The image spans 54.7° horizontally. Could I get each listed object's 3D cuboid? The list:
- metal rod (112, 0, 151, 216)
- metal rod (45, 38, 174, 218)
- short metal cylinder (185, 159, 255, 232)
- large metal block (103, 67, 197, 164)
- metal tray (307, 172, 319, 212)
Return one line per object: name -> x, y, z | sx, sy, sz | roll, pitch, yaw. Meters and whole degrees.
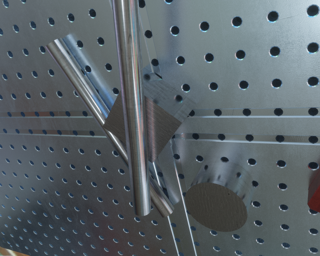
metal rod -> -0.029, -0.015, 0.352 | 0.025, 0.025, 0.298 | 12, 124, 22
metal rod -> -0.066, 0.009, 0.451 | 0.025, 0.025, 0.299 | -22, 107, 36
short metal cylinder -> 0.079, 0.089, 0.408 | 0.080, 0.050, 0.079 | 13, 124, 21
large metal block -> -0.014, -0.016, 0.393 | 0.080, 0.050, 0.080 | 36, 129, 3
metal tray -> 0.239, 0.071, 0.326 | 0.130, 0.030, 0.089 | 21, 127, 15
